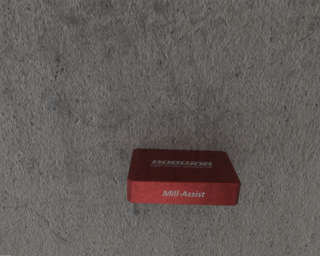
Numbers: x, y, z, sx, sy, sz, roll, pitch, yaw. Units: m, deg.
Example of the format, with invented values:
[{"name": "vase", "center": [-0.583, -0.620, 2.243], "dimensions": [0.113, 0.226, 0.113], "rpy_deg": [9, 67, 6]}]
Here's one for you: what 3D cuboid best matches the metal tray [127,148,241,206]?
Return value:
[{"name": "metal tray", "center": [0.027, 0.060, 0.397], "dimensions": [0.131, 0.090, 0.030], "rpy_deg": [2, 110, -1]}]
